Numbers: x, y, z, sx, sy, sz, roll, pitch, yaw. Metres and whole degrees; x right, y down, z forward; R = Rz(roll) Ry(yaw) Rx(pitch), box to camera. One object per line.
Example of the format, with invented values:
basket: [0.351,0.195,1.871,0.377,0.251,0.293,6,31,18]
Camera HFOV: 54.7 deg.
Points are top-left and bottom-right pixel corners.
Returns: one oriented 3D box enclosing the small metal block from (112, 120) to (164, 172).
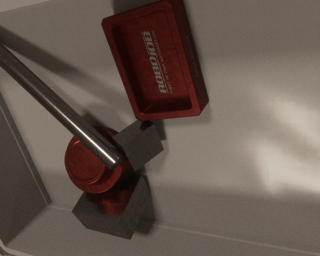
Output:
small metal block: [-0.028,0.021,0.407,0.025,0.050,0.050,36,155,44]

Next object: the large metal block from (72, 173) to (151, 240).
large metal block: [-0.071,0.113,0.472,0.080,0.080,0.050,4,137,25]

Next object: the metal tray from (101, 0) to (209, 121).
metal tray: [-0.004,-0.074,0.359,0.090,0.030,0.129,-5,116,30]

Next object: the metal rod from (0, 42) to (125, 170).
metal rod: [-0.166,-0.050,0.430,0.300,0.025,0.025,41,130,12]

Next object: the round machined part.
round machined part: [-0.097,0.045,0.445,0.098,0.042,0.097,-1,86,20]
